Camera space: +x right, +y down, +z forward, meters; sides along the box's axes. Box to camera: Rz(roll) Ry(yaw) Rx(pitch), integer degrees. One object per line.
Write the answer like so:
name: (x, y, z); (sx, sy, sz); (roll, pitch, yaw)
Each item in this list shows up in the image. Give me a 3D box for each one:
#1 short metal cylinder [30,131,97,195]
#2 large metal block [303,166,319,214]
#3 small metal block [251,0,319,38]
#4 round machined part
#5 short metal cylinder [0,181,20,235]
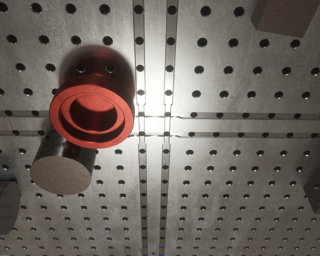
short metal cylinder: (-0.133, 0.049, 0.435); (0.081, 0.050, 0.079); (0, 130, 0)
large metal block: (0.286, 0.092, 0.478); (0.081, 0.050, 0.079); (8, 130, -7)
small metal block: (0.126, -0.122, 0.310); (0.050, 0.025, 0.050); (7, 130, -7)
round machined part: (-0.080, -0.024, 0.379); (0.099, 0.042, 0.097); (-1, 130, 0)
short metal cylinder: (-0.256, 0.121, 0.475); (0.050, 0.080, 0.079); (3, 130, -3)
